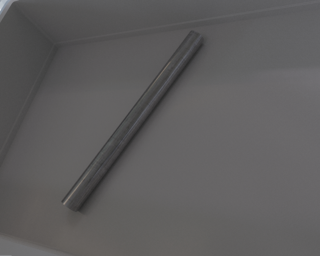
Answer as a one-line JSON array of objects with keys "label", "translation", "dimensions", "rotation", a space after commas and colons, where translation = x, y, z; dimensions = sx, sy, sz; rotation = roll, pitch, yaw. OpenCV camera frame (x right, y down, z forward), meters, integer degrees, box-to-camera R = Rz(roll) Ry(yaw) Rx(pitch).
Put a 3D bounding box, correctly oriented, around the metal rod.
[{"label": "metal rod", "translation": [-0.032, -0.017, 0.433], "dimensions": [0.025, 0.025, 0.300], "rotation": [28, 77, 37]}]
